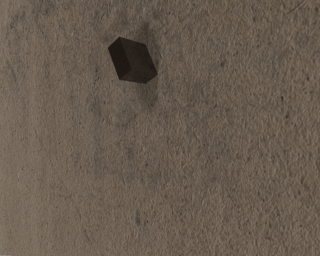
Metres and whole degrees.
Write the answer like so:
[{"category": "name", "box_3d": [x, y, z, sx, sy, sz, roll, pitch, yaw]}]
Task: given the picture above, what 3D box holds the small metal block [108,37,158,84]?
[{"category": "small metal block", "box_3d": [-0.036, -0.090, 0.416, 0.025, 0.050, 0.050, -33, 70, 35]}]
